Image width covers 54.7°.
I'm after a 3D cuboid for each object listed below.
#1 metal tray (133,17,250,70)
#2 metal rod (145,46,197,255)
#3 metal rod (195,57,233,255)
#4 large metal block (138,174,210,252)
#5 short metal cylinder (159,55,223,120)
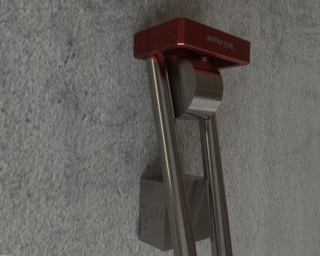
[{"bbox_3d":[0.043,-0.102,0.401,0.131,0.090,0.030,3,89,-40],"label":"metal tray"},{"bbox_3d":[0.014,0.043,0.360,0.025,0.025,0.299,3,73,-40],"label":"metal rod"},{"bbox_3d":[0.069,0.046,0.405,0.025,0.025,0.299,11,68,-40],"label":"metal rod"},{"bbox_3d":[0.020,0.106,0.407,0.081,0.050,0.079,2,89,-40],"label":"large metal block"},{"bbox_3d":[0.034,-0.050,0.402,0.050,0.080,0.079,3,89,-41],"label":"short metal cylinder"}]
